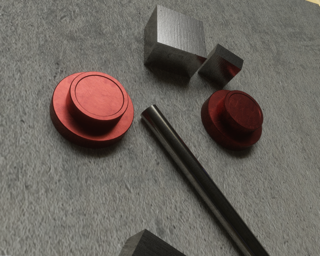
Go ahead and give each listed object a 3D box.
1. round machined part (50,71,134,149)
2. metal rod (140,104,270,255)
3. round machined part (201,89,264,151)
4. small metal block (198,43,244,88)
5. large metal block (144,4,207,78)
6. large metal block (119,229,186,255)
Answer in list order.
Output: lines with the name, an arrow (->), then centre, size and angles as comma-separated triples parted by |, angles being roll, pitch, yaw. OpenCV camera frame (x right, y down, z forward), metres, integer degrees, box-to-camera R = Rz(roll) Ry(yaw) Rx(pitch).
round machined part -> -0.077, -0.028, 0.369 | 0.099, 0.042, 0.098 | 14, 56, -21
metal rod -> 0.073, 0.095, 0.384 | 0.025, 0.025, 0.299 | -30, 78, -38
round machined part -> 0.115, -0.018, 0.465 | 0.099, 0.042, 0.098 | 14, 56, -21
small metal block -> 0.098, -0.100, 0.501 | 0.050, 0.050, 0.025 | 30, 52, -9
large metal block -> 0.022, -0.133, 0.481 | 0.081, 0.050, 0.080 | 13, 56, -21
large metal block -> -0.008, 0.156, 0.288 | 0.080, 0.050, 0.080 | 35, 51, -5
